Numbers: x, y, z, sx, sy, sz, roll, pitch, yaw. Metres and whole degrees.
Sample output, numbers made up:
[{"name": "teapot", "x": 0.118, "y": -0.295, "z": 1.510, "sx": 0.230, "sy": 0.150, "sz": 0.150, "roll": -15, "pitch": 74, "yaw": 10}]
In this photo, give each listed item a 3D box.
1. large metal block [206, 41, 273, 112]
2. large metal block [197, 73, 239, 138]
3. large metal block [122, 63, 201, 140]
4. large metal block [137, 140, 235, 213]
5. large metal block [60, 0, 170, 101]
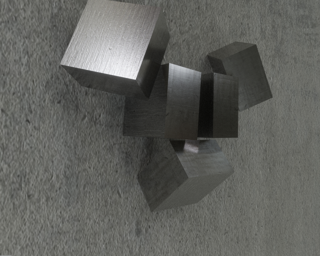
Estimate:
[{"name": "large metal block", "x": 0.116, "y": -0.079, "z": 0.462, "sx": 0.050, "sy": 0.080, "sz": 0.080, "roll": -24, "pitch": 109, "yaw": 2}, {"name": "large metal block", "x": 0.058, "y": -0.028, "z": 0.422, "sx": 0.050, "sy": 0.080, "sz": 0.079, "roll": 1, "pitch": 90, "yaw": -40}, {"name": "large metal block", "x": 0.000, "y": -0.028, "z": 0.373, "sx": 0.050, "sy": 0.080, "sz": 0.080, "roll": 6, "pitch": 86, "yaw": -40}, {"name": "large metal block", "x": 0.031, "y": 0.059, "z": 0.391, "sx": 0.081, "sy": 0.080, "sz": 0.050, "roll": 1, "pitch": 50, "yaw": -40}, {"name": "large metal block", "x": -0.043, "y": -0.082, "z": 0.324, "sx": 0.050, "sy": 0.080, "sz": 0.080, "roll": 59, "pitch": 47, "yaw": -69}]
